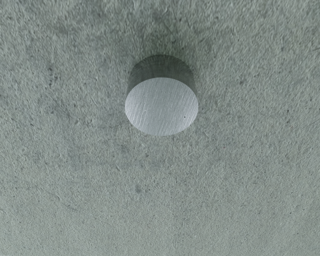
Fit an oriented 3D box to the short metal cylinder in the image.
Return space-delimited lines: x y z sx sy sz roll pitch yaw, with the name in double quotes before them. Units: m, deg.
"short metal cylinder" 0.002 -0.037 0.359 0.080 0.050 0.080 0 130 0
